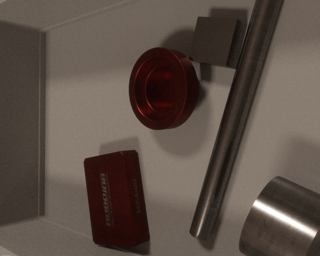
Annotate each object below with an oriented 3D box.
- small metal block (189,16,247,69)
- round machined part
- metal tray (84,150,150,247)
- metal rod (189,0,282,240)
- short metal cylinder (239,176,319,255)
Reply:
[{"bbox_3d":[0.065,-0.097,0.352,0.050,0.025,0.050,20,102,38],"label":"small metal block"},{"bbox_3d":[0.009,-0.047,0.382,0.098,0.042,0.097,5,97,44],"label":"round machined part"},{"bbox_3d":[-0.066,0.103,0.456,0.090,0.030,0.129,-14,81,38],"label":"metal tray"},{"bbox_3d":[0.082,-0.016,0.337,0.025,0.025,0.298,23,104,37],"label":"metal rod"},{"bbox_3d":[0.114,0.090,0.276,0.050,0.081,0.079,25,106,37],"label":"short metal cylinder"}]
